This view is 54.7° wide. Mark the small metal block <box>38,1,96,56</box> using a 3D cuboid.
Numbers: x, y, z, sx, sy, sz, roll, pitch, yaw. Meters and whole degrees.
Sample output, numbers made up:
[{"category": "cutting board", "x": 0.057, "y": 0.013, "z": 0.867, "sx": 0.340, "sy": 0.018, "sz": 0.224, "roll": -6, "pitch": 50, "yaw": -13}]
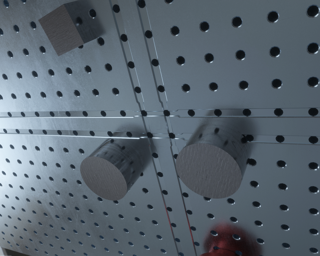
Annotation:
[{"category": "small metal block", "x": -0.118, "y": -0.126, "z": 0.396, "sx": 0.050, "sy": 0.025, "sz": 0.050, "roll": -13, "pitch": 112, "yaw": 33}]

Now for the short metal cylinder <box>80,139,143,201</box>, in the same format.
[{"category": "short metal cylinder", "x": -0.073, "y": 0.063, "z": 0.473, "sx": 0.080, "sy": 0.050, "sz": 0.079, "roll": 13, "pitch": 124, "yaw": 21}]

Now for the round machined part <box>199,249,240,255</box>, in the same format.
[{"category": "round machined part", "x": 0.102, "y": 0.231, "z": 0.489, "sx": 0.098, "sy": 0.042, "sz": 0.097, "roll": 13, "pitch": 124, "yaw": 21}]

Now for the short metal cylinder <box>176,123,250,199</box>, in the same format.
[{"category": "short metal cylinder", "x": 0.066, "y": 0.040, "z": 0.385, "sx": 0.080, "sy": 0.050, "sz": 0.079, "roll": 13, "pitch": 124, "yaw": 21}]
